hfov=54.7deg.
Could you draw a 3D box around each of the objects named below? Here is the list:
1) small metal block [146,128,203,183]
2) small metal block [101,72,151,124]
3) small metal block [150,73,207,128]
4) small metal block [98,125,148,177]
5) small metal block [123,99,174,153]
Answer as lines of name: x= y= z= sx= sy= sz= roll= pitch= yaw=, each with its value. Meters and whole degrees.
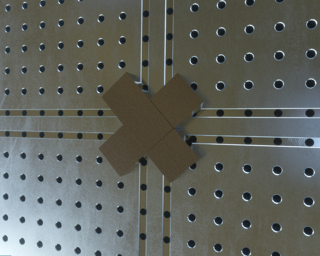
small metal block: x=0.019 y=0.035 z=0.405 sx=0.050 sy=0.025 sz=0.050 roll=-42 pitch=77 yaw=14
small metal block: x=-0.043 y=-0.040 z=0.427 sx=0.050 sy=0.025 sz=0.050 roll=-42 pitch=77 yaw=14
small metal block: x=0.024 y=-0.035 z=0.403 sx=0.050 sy=0.025 sz=0.050 roll=-43 pitch=77 yaw=14
small metal block: x=-0.047 y=0.031 z=0.428 sx=0.050 sy=0.025 sz=0.050 roll=-43 pitch=77 yaw=14
small metal block: x=-0.012 y=-0.002 z=0.415 sx=0.050 sy=0.025 sz=0.050 roll=-43 pitch=77 yaw=14
